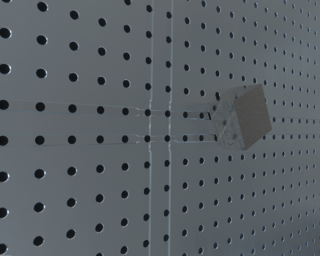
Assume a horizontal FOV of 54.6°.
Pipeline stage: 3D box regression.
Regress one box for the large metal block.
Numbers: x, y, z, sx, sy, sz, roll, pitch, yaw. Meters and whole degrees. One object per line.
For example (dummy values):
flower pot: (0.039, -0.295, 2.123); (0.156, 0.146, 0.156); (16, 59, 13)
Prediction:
large metal block: (0.130, -0.018, 0.500); (0.081, 0.050, 0.080); (-29, 108, -36)
